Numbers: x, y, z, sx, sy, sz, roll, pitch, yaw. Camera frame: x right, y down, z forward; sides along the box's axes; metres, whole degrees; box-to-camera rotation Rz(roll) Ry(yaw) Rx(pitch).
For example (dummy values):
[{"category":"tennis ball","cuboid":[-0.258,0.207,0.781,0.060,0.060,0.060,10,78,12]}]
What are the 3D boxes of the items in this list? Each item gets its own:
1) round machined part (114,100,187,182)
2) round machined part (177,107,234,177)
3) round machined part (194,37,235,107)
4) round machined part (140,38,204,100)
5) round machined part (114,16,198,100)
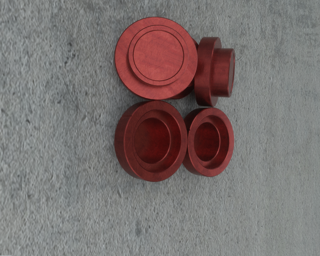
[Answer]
[{"category":"round machined part","cuboid":[-0.015,0.015,0.384,0.099,0.042,0.097,0,90,-40]},{"category":"round machined part","cuboid":[0.060,0.020,0.448,0.099,0.042,0.097,0,90,-40]},{"category":"round machined part","cuboid":[0.081,-0.078,0.437,0.098,0.042,0.097,5,91,-71]},{"category":"round machined part","cuboid":[0.020,-0.087,0.413,0.099,0.042,0.097,0,90,-40]},{"category":"round machined part","cuboid":[-0.004,-0.081,0.363,0.099,0.042,0.097,0,93,-7]}]
